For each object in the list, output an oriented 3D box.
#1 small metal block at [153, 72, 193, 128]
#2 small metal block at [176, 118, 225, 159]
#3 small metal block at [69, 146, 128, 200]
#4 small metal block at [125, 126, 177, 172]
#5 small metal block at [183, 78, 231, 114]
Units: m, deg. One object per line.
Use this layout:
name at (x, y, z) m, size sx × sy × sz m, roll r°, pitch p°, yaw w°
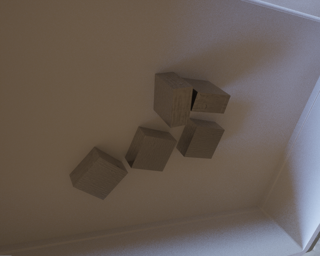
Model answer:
small metal block at (0.015, -0.036, 0.378) m, size 0.025 × 0.050 × 0.050 m, roll -11°, pitch 123°, yaw -23°
small metal block at (0.058, 0.016, 0.450) m, size 0.050 × 0.025 × 0.050 m, roll 7°, pitch 115°, yaw -32°
small metal block at (-0.079, 0.060, 0.402) m, size 0.050 × 0.025 × 0.050 m, roll -48°, pitch 129°, yaw 5°
small metal block at (-0.012, 0.029, 0.420) m, size 0.050 × 0.025 × 0.050 m, roll 12°, pitch 112°, yaw -33°
small metal block at (0.052, -0.042, 0.395) m, size 0.050 × 0.050 × 0.025 m, roll 2°, pitch 118°, yaw -30°
